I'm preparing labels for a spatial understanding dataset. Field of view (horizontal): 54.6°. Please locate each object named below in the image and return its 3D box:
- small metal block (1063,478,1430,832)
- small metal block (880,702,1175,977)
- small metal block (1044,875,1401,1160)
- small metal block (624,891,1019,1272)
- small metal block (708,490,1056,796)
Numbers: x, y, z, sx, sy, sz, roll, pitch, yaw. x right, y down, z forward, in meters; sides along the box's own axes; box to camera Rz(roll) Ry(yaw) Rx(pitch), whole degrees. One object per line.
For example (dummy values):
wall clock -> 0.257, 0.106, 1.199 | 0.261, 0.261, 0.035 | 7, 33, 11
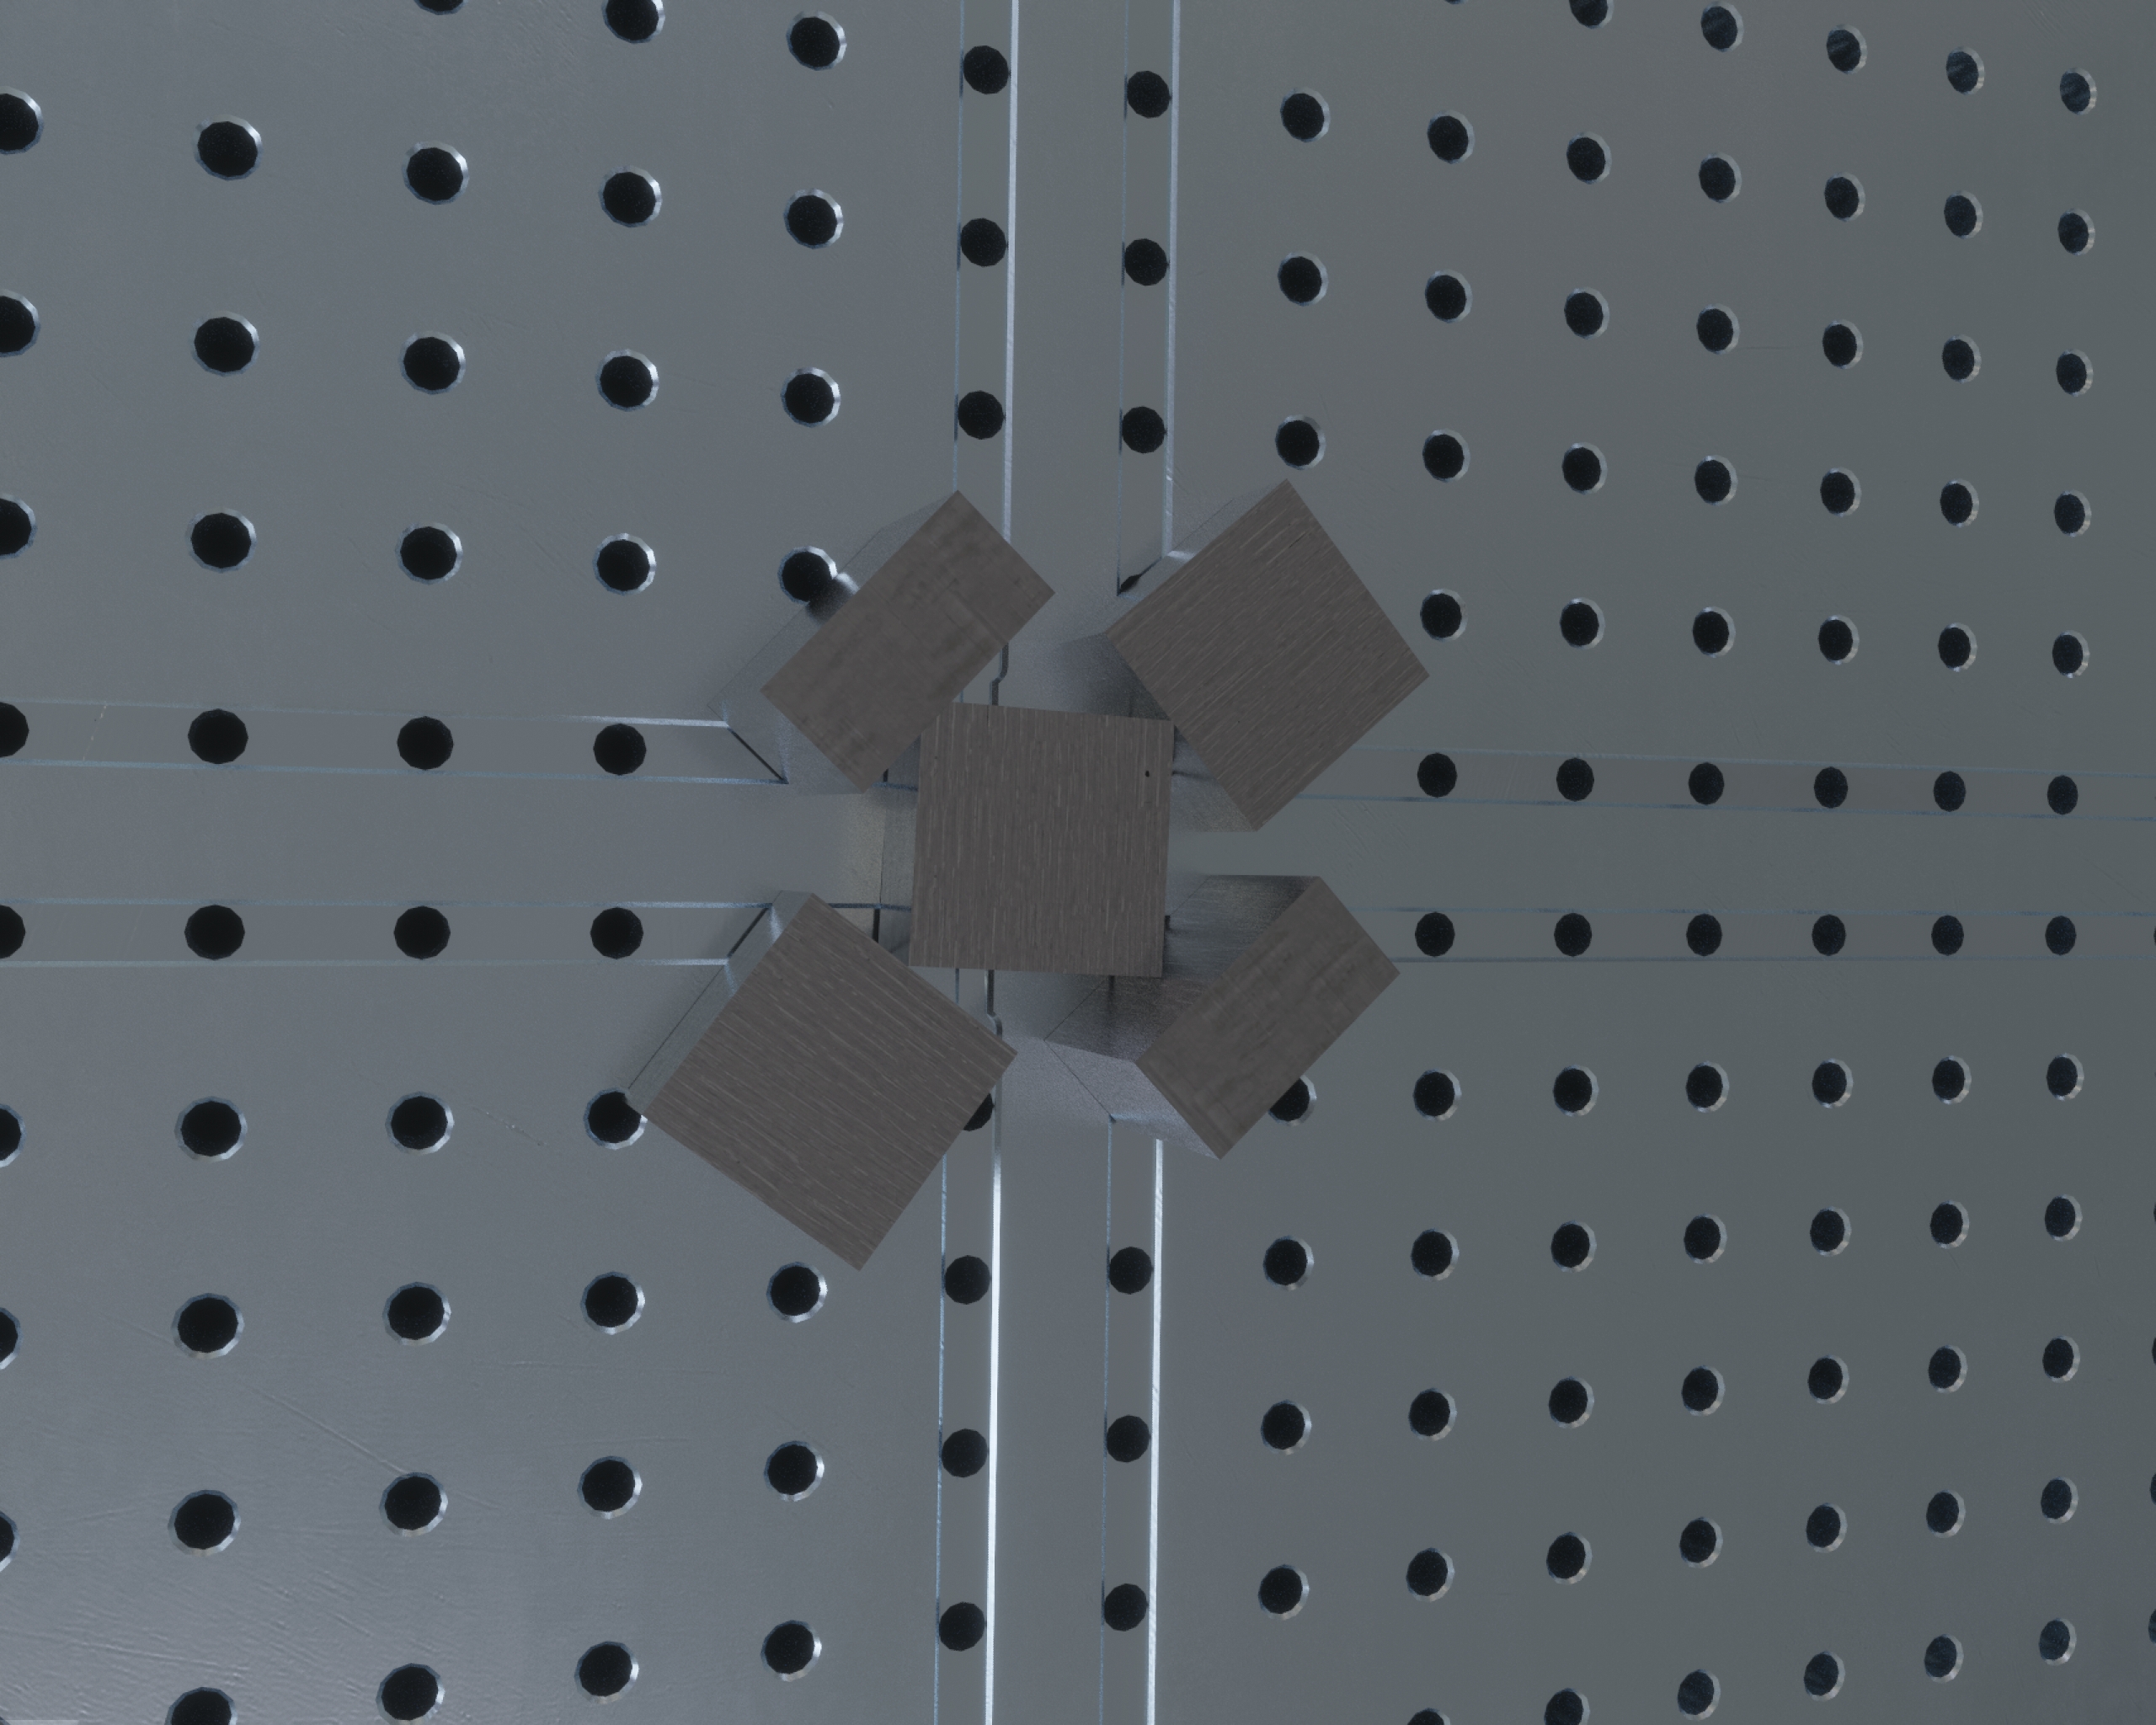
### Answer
small metal block -> 0.034, -0.041, 0.425 | 0.050, 0.025, 0.050 | -42, 103, -15
small metal block -> -0.010, -0.004, 0.408 | 0.050, 0.025, 0.050 | 4, 88, -19
small metal block -> 0.027, 0.028, 0.409 | 0.050, 0.050, 0.025 | -44, 104, -15
small metal block -> -0.049, 0.040, 0.394 | 0.050, 0.025, 0.050 | 40, 77, -16
small metal block -> -0.037, -0.039, 0.385 | 0.025, 0.050, 0.050 | 46, 77, -15
